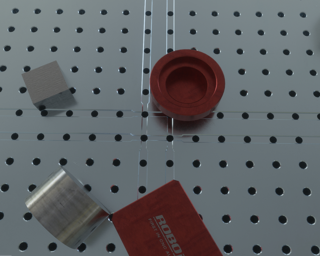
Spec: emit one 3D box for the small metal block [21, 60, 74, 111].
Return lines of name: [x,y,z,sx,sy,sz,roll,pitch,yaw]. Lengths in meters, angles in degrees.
small metal block: [-0.156,-0.059,0.432,0.050,0.025,0.050,-25,72,-9]

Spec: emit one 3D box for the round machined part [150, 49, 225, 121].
round machined part: [0.036,-0.054,0.423,0.099,0.042,0.098,0,70,0]

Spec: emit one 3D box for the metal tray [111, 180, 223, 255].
metal tray: [0.013,0.138,0.359,0.090,0.030,0.130,-28,73,-10]

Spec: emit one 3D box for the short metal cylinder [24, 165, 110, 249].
short metal cylinder: [-0.103,0.088,0.349,0.080,0.080,0.050,41,75,13]
